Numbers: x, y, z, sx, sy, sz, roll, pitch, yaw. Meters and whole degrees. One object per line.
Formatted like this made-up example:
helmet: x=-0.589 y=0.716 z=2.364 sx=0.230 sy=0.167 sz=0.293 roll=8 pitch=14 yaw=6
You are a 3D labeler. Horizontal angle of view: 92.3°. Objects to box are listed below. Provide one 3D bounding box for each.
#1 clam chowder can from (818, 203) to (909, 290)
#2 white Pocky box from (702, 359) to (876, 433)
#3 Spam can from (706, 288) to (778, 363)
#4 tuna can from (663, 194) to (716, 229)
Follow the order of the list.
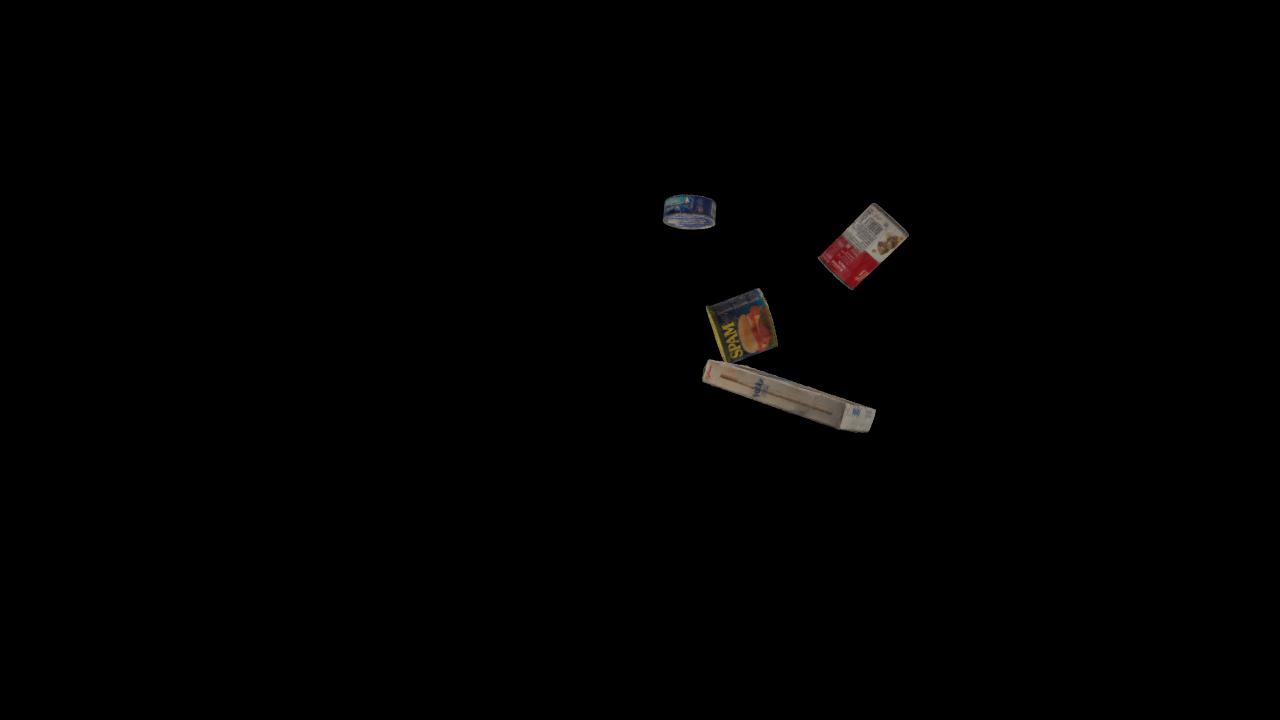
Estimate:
clam chowder can: x=0.304 y=-0.155 z=0.840 sx=0.102 sy=0.068 sz=0.068 roll=-48 pitch=-23 yaw=22
white Pocky box: x=0.147 y=0.035 z=0.617 sx=0.154 sy=0.028 sz=0.084 roll=20 pitch=6 yaw=39
Spam can: x=0.155 y=-0.050 z=0.933 sx=0.085 sy=0.101 sz=0.058 roll=-21 pitch=38 yaw=3
tuna can: x=0.079 y=-0.234 z=0.975 sx=0.084 sy=0.034 sz=0.084 roll=4 pitch=-2 yaw=0
